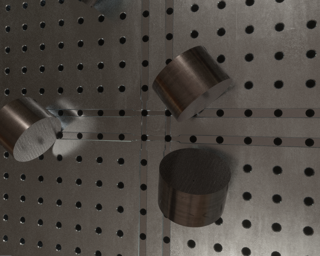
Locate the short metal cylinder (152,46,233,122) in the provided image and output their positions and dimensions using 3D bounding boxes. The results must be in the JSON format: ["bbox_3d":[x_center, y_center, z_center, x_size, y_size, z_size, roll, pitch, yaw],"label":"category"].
[{"bbox_3d":[0.038,-0.051,0.369,0.080,0.080,0.050,-39,78,15],"label":"short metal cylinder"}]

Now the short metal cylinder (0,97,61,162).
[{"bbox_3d":[-0.193,0.002,0.450,0.050,0.080,0.080,38,102,16],"label":"short metal cylinder"}]

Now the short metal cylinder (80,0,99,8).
[{"bbox_3d":[-0.110,-0.211,0.421,0.080,0.080,0.050,44,104,14],"label":"short metal cylinder"}]

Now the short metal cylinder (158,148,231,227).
[{"bbox_3d":[0.038,0.067,0.362,0.080,0.080,0.050,15,125,19],"label":"short metal cylinder"}]
